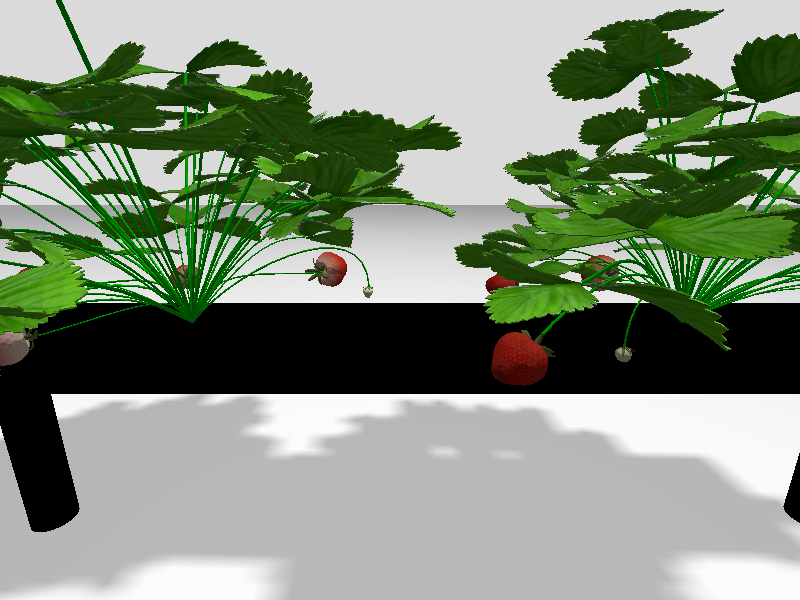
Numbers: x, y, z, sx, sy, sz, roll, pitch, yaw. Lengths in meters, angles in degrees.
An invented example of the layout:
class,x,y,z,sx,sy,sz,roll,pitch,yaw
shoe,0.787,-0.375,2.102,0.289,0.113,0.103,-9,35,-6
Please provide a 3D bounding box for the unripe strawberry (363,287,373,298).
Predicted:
class,x,y,z,sx,sy,sz,roll,pitch,yaw
unripe strawberry,-0.033,-0.008,0.418,0.010,0.011,0.011,-5,16,-19

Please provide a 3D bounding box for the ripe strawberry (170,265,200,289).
class,x,y,z,sx,sy,sz,roll,pitch,yaw
ripe strawberry,-0.262,-0.029,0.491,0.035,0.030,0.035,-8,17,-28

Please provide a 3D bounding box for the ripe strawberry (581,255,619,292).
class,x,y,z,sx,sy,sz,roll,pitch,yaw
ripe strawberry,0.243,-0.034,0.493,0.042,0.045,0.045,-2,15,-7

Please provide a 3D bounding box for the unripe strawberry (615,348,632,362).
class,x,y,z,sx,sy,sz,roll,pitch,yaw
unripe strawberry,0.156,0.039,0.280,0.010,0.010,0.011,-13,20,-39

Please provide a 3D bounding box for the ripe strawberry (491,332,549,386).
class,x,y,z,sx,sy,sz,roll,pitch,yaw
ripe strawberry,0.071,0.037,0.247,0.035,0.030,0.035,-30,28,-24

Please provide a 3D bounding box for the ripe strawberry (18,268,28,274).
class,x,y,z,sx,sy,sz,roll,pitch,yaw
ripe strawberry,-0.376,-0.014,0.415,0.041,0.043,0.038,4,16,16

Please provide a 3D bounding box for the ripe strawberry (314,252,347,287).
class,x,y,z,sx,sy,sz,roll,pitch,yaw
ripe strawberry,-0.085,-0.040,0.515,0.042,0.044,0.046,10,17,32

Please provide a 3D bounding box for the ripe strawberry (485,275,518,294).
class,x,y,z,sx,sy,sz,roll,pitch,yaw
ripe strawberry,0.112,-0.016,0.444,0.034,0.029,0.034,8,17,28

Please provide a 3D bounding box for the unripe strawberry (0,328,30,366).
class,x,y,z,sx,sy,sz,roll,pitch,yaw
unripe strawberry,-0.278,0.030,0.275,0.032,0.034,0.035,14,21,42

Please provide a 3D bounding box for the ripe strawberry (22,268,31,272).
class,x,y,z,sx,sy,sz,roll,pitch,yaw
ripe strawberry,-0.420,-0.020,0.456,0.031,0.032,0.028,-28,2,27
